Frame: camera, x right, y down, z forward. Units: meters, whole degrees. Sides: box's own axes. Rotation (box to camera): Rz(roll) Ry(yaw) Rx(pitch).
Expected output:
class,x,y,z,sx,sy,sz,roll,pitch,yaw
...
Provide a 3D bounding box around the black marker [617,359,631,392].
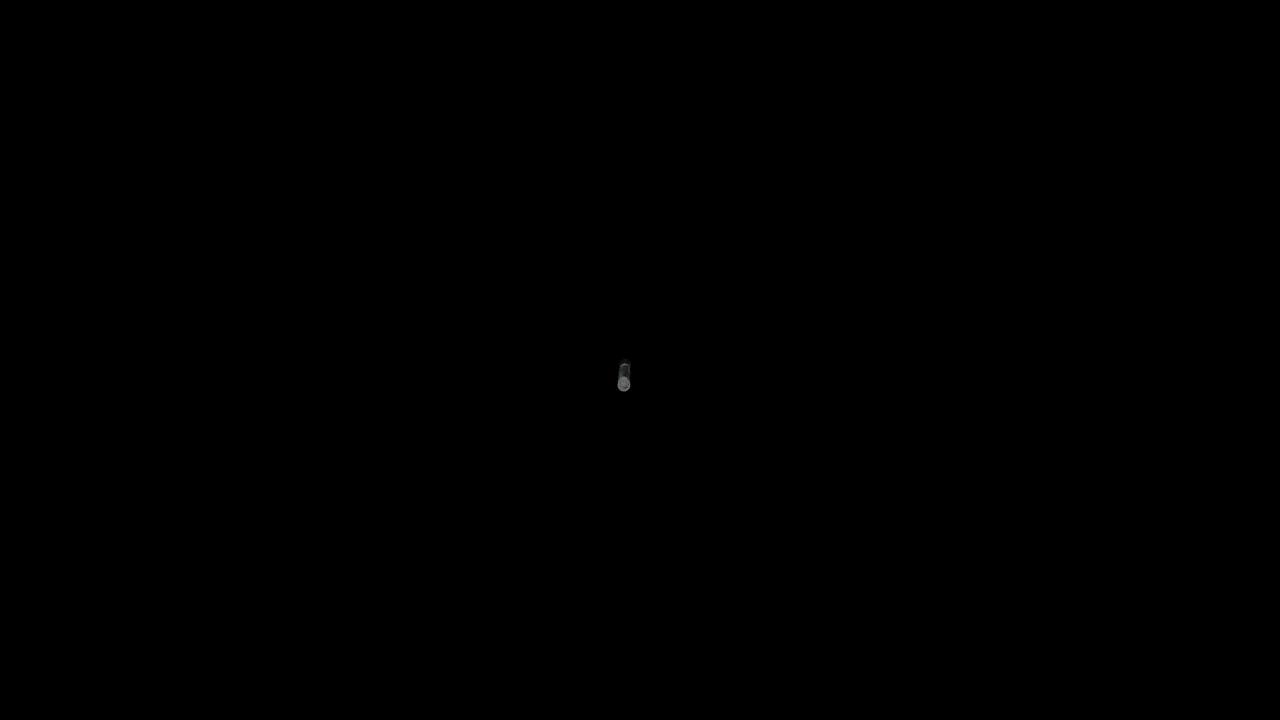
class,x,y,z,sx,sy,sz,roll,pitch,yaw
black marker,-0.024,0.021,0.945,0.020,0.020,0.121,0,15,-1
